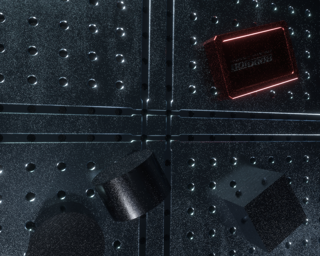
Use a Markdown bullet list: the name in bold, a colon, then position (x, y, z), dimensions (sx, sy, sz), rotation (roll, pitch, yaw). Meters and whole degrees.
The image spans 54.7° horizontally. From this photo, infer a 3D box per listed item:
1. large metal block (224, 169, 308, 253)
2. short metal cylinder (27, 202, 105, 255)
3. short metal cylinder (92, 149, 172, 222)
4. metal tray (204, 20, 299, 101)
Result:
- **large metal block**: position (0.155, 0.119, 0.457), dimensions (0.080, 0.050, 0.080), rotation (-33, 101, -17)
- **short metal cylinder**: position (-0.109, 0.131, 0.359), dimensions (0.081, 0.050, 0.079), rotation (0, 90, -20)
- **short metal cylinder**: position (-0.033, 0.067, 0.371), dimensions (0.080, 0.080, 0.050), rotation (-30, 100, -18)
- **metal tray**: position (0.138, -0.101, 0.460), dimensions (0.131, 0.030, 0.089), rotation (-18, 96, -19)
